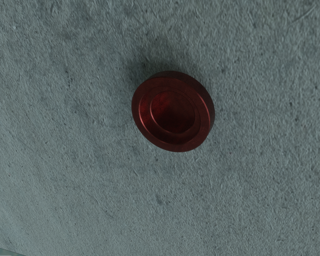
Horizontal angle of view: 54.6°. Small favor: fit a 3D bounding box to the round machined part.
[{"bbox_3d":[0.019,-0.023,0.372,0.098,0.042,0.097,13,124,21],"label":"round machined part"}]
